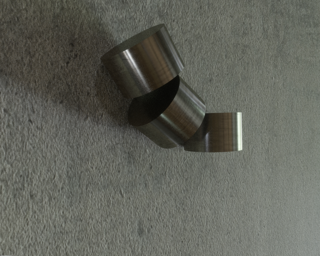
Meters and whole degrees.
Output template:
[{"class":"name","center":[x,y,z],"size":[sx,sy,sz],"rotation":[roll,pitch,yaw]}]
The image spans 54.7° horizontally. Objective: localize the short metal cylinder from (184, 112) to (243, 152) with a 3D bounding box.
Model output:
[{"class":"short metal cylinder","center":[0.073,0.005,0.430],"size":[0.081,0.080,0.050],"rotation":[-3,92,-40]}]

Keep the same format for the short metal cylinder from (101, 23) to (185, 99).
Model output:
[{"class":"short metal cylinder","center":[-0.019,-0.076,0.352],"size":[0.080,0.080,0.050],"rotation":[-44,117,-31]}]

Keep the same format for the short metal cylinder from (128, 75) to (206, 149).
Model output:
[{"class":"short metal cylinder","center":[0.007,-0.022,0.375],"size":[0.050,0.080,0.080],"rotation":[40,66,-33]}]
